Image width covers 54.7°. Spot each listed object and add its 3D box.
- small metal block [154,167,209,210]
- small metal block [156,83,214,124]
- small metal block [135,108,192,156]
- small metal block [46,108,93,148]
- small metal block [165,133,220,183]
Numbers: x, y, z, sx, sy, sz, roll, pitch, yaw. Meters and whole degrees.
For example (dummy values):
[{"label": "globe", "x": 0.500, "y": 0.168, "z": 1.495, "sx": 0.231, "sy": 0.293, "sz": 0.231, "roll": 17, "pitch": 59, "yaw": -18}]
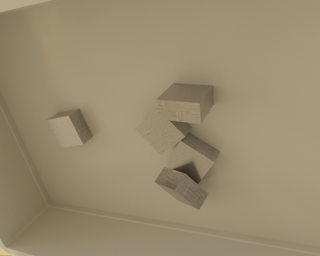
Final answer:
[{"label": "small metal block", "x": 0.029, "y": 0.081, "z": 0.420, "sx": 0.050, "sy": 0.025, "sz": 0.050, "roll": 43, "pitch": 161, "yaw": -27}, {"label": "small metal block", "x": 0.030, "y": -0.030, "z": 0.357, "sx": 0.050, "sy": 0.050, "sz": 0.025, "roll": 7, "pitch": 122, "yaw": 24}, {"label": "small metal block", "x": 0.004, "y": 0.000, "z": 0.405, "sx": 0.050, "sy": 0.025, "sz": 0.050, "roll": 45, "pitch": 128, "yaw": -4}, {"label": "small metal block", "x": -0.140, "y": 0.001, "z": 0.481, "sx": 0.050, "sy": 0.025, "sz": 0.050, "roll": -8, "pitch": 115, "yaw": 31}, {"label": "small metal block", "x": 0.043, "y": 0.040, "z": 0.410, "sx": 0.050, "sy": 0.025, "sz": 0.050, "roll": 32, "pitch": 129, "yaw": 6}]
